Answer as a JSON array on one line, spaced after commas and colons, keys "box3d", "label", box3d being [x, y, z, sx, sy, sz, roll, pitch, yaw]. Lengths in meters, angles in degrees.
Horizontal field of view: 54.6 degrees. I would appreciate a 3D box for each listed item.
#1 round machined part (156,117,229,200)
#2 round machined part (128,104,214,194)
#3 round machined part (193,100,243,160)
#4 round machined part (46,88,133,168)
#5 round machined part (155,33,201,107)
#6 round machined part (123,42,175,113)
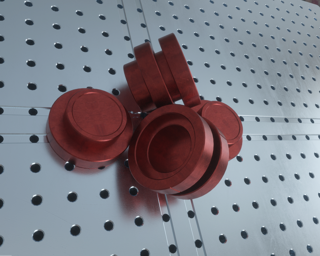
[{"box3d": [0.037, 0.037, 0.370, 0.042, 0.098, 0.098, 35, 43, -48], "label": "round machined part"}, {"box3d": [0.015, 0.026, 0.347, 0.042, 0.098, 0.098, 34, 43, -48], "label": "round machined part"}, {"box3d": [0.077, 0.001, 0.438, 0.099, 0.042, 0.098, 13, 56, -21], "label": "round machined part"}, {"box3d": [-0.077, -0.006, 0.359, 0.099, 0.042, 0.098, 13, 56, -21], "label": "round machined part"}, {"box3d": [0.016, -0.069, 0.403, 0.042, 0.098, 0.098, -22, 68, 6], "label": "round machined part"}, {"box3d": [-0.015, -0.058, 0.403, 0.042, 0.098, 0.098, -22, 68, 6], "label": "round machined part"}]
